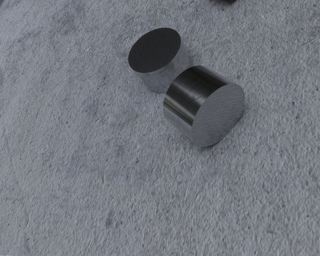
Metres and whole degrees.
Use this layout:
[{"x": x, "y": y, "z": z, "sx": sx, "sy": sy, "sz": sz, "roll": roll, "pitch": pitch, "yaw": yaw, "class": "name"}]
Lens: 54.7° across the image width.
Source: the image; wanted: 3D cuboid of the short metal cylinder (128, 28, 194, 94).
[{"x": 0.002, "y": -0.097, "z": 0.446, "sx": 0.080, "sy": 0.050, "sz": 0.080, "roll": -13, "pitch": 56, "yaw": 21, "class": "short metal cylinder"}]

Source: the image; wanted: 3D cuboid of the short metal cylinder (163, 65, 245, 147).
[{"x": 0.051, "y": -0.025, "z": 0.358, "sx": 0.080, "sy": 0.080, "sz": 0.050, "roll": -46, "pitch": 51, "yaw": -4, "class": "short metal cylinder"}]
